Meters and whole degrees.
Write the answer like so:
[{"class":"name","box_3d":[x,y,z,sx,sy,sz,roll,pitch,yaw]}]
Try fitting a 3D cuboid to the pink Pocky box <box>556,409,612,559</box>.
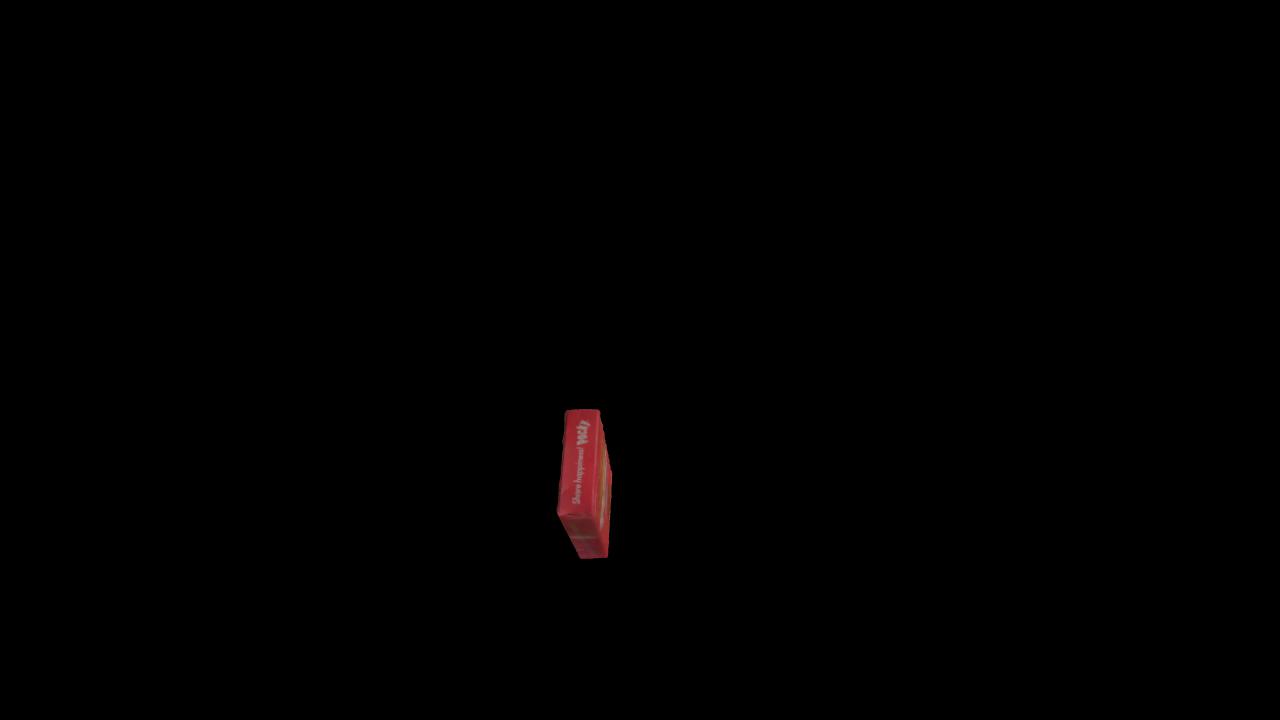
[{"class":"pink Pocky box","box_3d":[-0.043,0.109,0.515,0.029,0.084,0.155,0,-29,2]}]
